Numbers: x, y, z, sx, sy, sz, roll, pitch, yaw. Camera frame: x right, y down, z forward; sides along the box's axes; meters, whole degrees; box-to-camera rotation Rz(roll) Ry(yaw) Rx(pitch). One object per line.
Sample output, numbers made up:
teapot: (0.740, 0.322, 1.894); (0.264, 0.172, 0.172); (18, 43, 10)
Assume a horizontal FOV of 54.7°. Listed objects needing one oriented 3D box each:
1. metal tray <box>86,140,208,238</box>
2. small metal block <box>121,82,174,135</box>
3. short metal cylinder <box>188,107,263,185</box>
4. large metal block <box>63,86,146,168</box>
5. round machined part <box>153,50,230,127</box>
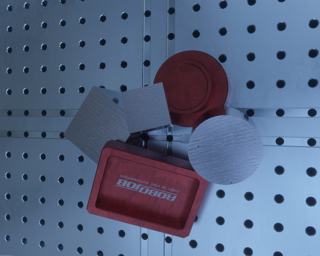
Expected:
metal tray: (-0.015, 0.076, 0.385); (0.131, 0.030, 0.089); (16, 103, -3)
small metal block: (-0.014, -0.022, 0.368); (0.050, 0.025, 0.050); (-13, 83, 8)
short metal cylinder: (0.074, 0.019, 0.361); (0.080, 0.050, 0.079); (2, 104, 8)
large metal block: (-0.070, 0.000, 0.424); (0.080, 0.050, 0.080); (37, 102, 16)
round machined part: (0.036, -0.050, 0.390); (0.098, 0.042, 0.097); (0, 90, 20)
